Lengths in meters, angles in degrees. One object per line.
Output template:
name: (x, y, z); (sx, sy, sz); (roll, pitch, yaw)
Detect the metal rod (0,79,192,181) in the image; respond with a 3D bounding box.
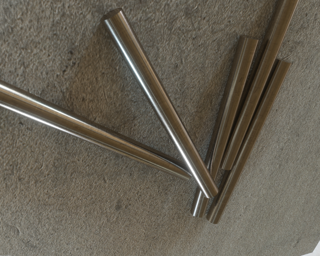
metal rod: (-0.065, 0.013, 0.378); (0.301, 0.025, 0.025); (27, 103, -38)

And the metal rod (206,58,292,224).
metal rod: (0.136, 0.034, 0.501); (0.025, 0.025, 0.298); (3, 117, -30)

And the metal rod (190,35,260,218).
metal rod: (0.090, 0.014, 0.464); (0.025, 0.025, 0.298); (-4, 120, -27)

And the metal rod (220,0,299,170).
metal rod: (0.139, -0.070, 0.438); (0.025, 0.025, 0.298); (1, 118, -29)

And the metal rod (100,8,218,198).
metal rod: (0.015, -0.008, 0.394); (0.025, 0.025, 0.299); (-35, 125, -5)
